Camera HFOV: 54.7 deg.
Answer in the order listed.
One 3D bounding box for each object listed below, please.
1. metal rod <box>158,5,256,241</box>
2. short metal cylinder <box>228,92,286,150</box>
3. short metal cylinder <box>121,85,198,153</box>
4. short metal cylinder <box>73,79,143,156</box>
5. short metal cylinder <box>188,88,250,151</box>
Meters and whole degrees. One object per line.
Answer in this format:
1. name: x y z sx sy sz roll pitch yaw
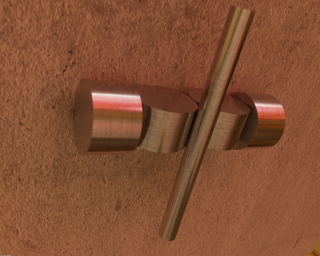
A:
1. metal rod: 0.045 0.014 0.362 0.025 0.025 0.298 1 118 -29
2. short metal cylinder: 0.126 -0.010 0.436 0.050 0.080 0.079 1 118 -29
3. short metal cylinder: -0.001 -0.013 0.364 0.081 0.080 0.050 1 118 -29
4. short metal cylinder: -0.059 -0.011 0.334 0.050 0.080 0.079 1 118 -29
5. short metal cylinder: 0.069 -0.013 0.402 0.081 0.080 0.050 1 118 -29
